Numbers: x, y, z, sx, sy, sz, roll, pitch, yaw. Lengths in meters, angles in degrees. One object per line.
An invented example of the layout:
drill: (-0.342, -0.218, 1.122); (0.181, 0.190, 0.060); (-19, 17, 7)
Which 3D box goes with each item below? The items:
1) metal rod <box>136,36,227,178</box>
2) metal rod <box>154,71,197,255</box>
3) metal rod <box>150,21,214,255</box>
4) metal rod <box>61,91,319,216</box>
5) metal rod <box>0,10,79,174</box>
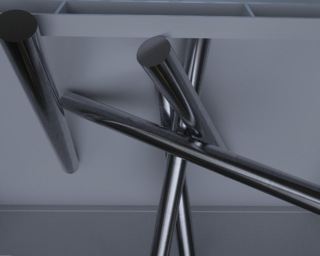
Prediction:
metal rod: (0.049, 0.006, 0.338); (0.025, 0.025, 0.300); (-18, 151, 15)
metal rod: (0.023, 0.072, 0.397); (0.025, 0.025, 0.298); (-7, 107, 5)
metal rod: (0.021, 0.033, 0.358); (0.025, 0.025, 0.298); (8, 105, -7)
metal rod: (0.016, 0.016, 0.327); (0.301, 0.025, 0.025); (21, 134, 21)
metal rod: (-0.110, -0.003, 0.322); (0.025, 0.025, 0.299); (7, 156, -6)
